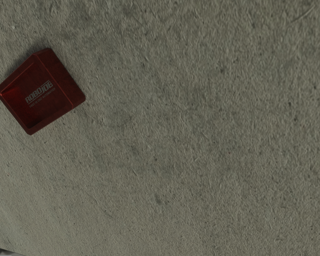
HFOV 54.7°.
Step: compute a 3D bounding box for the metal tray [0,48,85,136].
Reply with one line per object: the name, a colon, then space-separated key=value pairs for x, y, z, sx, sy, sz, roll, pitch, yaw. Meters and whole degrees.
metal tray: x=-0.184 y=-0.050 z=0.469 sx=0.130 sy=0.030 sz=0.090 roll=-24 pitch=106 yaw=36
